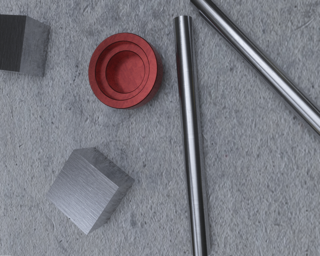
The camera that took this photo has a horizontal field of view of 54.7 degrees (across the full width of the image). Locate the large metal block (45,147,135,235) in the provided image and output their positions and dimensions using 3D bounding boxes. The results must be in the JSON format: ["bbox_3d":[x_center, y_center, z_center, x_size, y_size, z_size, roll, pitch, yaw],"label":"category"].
[{"bbox_3d":[-0.096,0.083,0.428,0.080,0.050,0.080,37,101,16],"label":"large metal block"}]

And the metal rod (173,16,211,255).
[{"bbox_3d":[0.040,0.009,0.394,0.025,0.025,0.298,-5,88,19],"label":"metal rod"}]

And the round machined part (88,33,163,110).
[{"bbox_3d":[-0.042,-0.073,0.414,0.098,0.042,0.097,0,90,19],"label":"round machined part"}]

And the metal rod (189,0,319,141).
[{"bbox_3d":[0.140,-0.052,0.359,0.025,0.025,0.300,-43,77,15],"label":"metal rod"}]

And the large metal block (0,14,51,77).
[{"bbox_3d":[-0.222,-0.125,0.472,0.080,0.050,0.079,9,93,19],"label":"large metal block"}]
